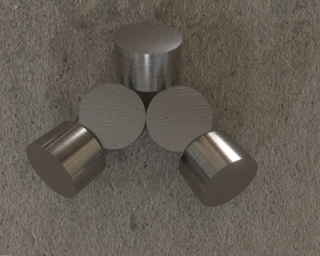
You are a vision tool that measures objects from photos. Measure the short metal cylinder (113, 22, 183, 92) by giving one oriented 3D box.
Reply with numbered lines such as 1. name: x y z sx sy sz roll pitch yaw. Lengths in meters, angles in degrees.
1. short metal cylinder: -0.014 -0.088 0.377 0.081 0.080 0.050 2 133 0

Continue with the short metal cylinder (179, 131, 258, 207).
1. short metal cylinder: 0.070 0.050 0.378 0.080 0.080 0.050 -37 49 0

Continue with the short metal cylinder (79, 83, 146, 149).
1. short metal cylinder: -0.057 -0.014 0.398 0.081 0.050 0.080 0 90 0

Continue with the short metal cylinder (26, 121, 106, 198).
1. short metal cylinder: -0.113 0.038 0.376 0.080 0.080 0.050 46 50 0

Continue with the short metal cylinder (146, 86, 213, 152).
1. short metal cylinder: 0.023 -0.011 0.398 0.081 0.050 0.080 0 90 0
